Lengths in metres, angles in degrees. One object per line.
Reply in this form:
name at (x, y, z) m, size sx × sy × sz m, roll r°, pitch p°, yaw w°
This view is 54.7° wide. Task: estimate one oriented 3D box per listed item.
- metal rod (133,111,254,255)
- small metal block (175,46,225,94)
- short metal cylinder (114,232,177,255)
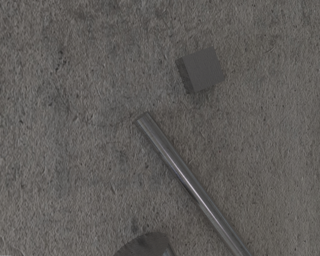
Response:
metal rod at (0.061, 0.103, 0.431) m, size 0.025 × 0.025 × 0.299 m, roll -40°, pitch 103°, yaw -16°
small metal block at (0.055, -0.080, 0.429) m, size 0.050 × 0.025 × 0.050 m, roll -24°, pitch 98°, yaw -19°
short metal cylinder at (-0.016, 0.172, 0.374) m, size 0.081 × 0.080 × 0.050 m, roll -28°, pitch 100°, yaw -18°
